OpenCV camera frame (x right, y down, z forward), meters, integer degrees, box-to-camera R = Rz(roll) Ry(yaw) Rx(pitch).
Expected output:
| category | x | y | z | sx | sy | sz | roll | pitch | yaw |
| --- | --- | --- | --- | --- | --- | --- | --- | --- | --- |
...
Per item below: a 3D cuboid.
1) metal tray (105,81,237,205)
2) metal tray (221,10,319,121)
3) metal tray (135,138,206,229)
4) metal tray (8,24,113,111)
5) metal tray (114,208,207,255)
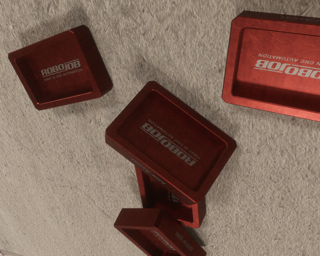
| category | x | y | z | sx | sy | sz | roll | pitch | yaw |
| --- | --- | --- | --- | --- | --- | --- | --- | --- | --- |
| metal tray | 0.013 | 0.016 | 0.364 | 0.130 | 0.090 | 0.030 | 37 | 157 | 3 |
| metal tray | 0.131 | -0.058 | 0.298 | 0.130 | 0.030 | 0.089 | 14 | 124 | 20 |
| metal tray | 0.015 | 0.078 | 0.442 | 0.090 | 0.030 | 0.129 | 6 | 121 | 24 |
| metal tray | -0.138 | -0.078 | 0.425 | 0.130 | 0.030 | 0.090 | -8 | 115 | 31 |
| metal tray | 0.002 | 0.174 | 0.481 | 0.090 | 0.030 | 0.130 | -13 | 128 | 39 |
